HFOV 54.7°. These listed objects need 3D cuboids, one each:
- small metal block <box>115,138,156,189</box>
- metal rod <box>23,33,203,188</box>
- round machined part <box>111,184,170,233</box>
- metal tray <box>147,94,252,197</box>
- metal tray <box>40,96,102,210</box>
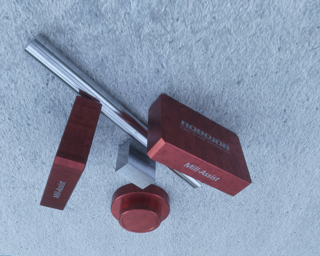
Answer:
[{"bbox_3d":[-0.033,0.049,0.432,0.025,0.050,0.050,-37,122,27],"label":"small metal block"},{"bbox_3d":[-0.039,-0.004,0.402,0.025,0.025,0.300,-33,123,24],"label":"metal rod"},{"bbox_3d":[-0.032,0.138,0.513,0.099,0.042,0.097,-1,130,0],"label":"round machined part"},{"bbox_3d":[0.047,0.021,0.382,0.131,0.090,0.030,27,125,-22],"label":"metal tray"},{"bbox_3d":[-0.109,0.034,0.373,0.030,0.090,0.129,19,141,-16],"label":"metal tray"}]
